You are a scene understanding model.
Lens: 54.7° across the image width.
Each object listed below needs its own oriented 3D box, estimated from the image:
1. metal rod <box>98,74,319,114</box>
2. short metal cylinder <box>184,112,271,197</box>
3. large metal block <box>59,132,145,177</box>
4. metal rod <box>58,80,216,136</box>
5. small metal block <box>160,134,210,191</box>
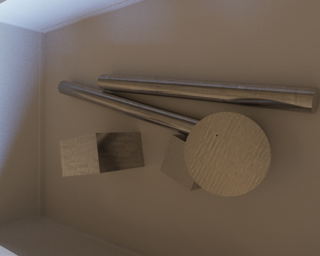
[{"bbox_3d":[0.030,-0.048,0.380,0.300,0.025,0.025,11,97,39],"label":"metal rod"},{"bbox_3d":[0.070,0.025,0.315,0.080,0.050,0.079,0,90,18],"label":"short metal cylinder"},{"bbox_3d":[-0.081,0.036,0.435,0.080,0.081,0.050,-11,83,39],"label":"large metal block"},{"bbox_3d":[-0.054,-0.033,0.449,0.300,0.025,0.025,19,102,38],"label":"metal rod"},{"bbox_3d":[0.033,0.041,0.378,0.050,0.025,0.050,29,108,36],"label":"small metal block"}]
